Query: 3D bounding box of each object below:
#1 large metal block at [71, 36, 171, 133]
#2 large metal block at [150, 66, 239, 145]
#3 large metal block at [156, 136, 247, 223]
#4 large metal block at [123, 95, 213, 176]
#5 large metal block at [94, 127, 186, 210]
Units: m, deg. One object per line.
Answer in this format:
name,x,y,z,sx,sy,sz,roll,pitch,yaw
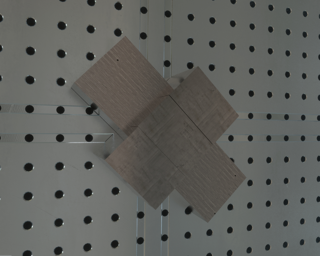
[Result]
large metal block,-0.048,-0.050,0.379,0.080,0.050,0.080,-47,105,-13
large metal block,0.040,-0.026,0.400,0.050,0.080,0.080,-46,105,-14
large metal block,0.054,0.065,0.421,0.080,0.050,0.080,-45,105,-14
large metal block,0.005,0.009,0.387,0.050,0.080,0.080,-46,105,-14
large metal block,-0.028,0.044,0.374,0.050,0.080,0.080,-46,105,-14
